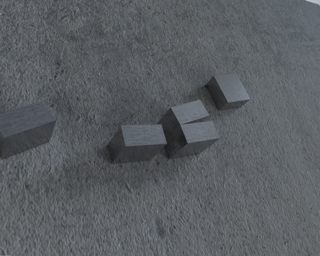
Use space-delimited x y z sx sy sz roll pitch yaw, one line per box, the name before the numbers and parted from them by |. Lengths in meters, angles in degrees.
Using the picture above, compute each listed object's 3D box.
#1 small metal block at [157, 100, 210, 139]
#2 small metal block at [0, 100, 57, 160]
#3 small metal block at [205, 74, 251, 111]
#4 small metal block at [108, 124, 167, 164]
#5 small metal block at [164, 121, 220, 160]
small metal block | 0.028 -0.009 0.408 0.050 0.050 0.025 -17 71 -35
small metal block | -0.138 0.002 0.312 0.050 0.050 0.025 -24 75 -37
small metal block | 0.109 -0.058 0.497 0.050 0.025 0.050 -10 67 -33
small metal block | -0.028 0.019 0.361 0.050 0.050 0.025 -2 63 -29
small metal block | 0.039 0.016 0.399 0.050 0.050 0.025 -7 65 -31
